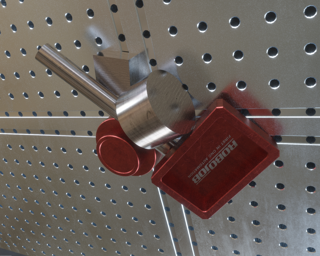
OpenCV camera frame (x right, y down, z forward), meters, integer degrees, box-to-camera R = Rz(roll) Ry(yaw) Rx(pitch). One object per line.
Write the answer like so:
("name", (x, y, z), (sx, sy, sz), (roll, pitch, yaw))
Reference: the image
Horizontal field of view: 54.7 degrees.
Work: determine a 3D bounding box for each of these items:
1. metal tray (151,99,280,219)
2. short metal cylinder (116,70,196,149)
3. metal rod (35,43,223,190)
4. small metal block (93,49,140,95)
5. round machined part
("metal tray", (0.063, 0.041, 0.372), (0.090, 0.030, 0.129), (37, 114, -7))
("short metal cylinder", (-0.004, -0.021, 0.363), (0.050, 0.080, 0.080), (-28, 103, 37))
("metal rod", (-0.026, -0.003, 0.400), (0.301, 0.025, 0.025), (38, 129, -8))
("small metal block", (-0.054, -0.070, 0.395), (0.050, 0.025, 0.050), (12, 124, 21))
("round machined part", (-0.051, 0.030, 0.443), (0.098, 0.042, 0.097), (13, 124, 20))
